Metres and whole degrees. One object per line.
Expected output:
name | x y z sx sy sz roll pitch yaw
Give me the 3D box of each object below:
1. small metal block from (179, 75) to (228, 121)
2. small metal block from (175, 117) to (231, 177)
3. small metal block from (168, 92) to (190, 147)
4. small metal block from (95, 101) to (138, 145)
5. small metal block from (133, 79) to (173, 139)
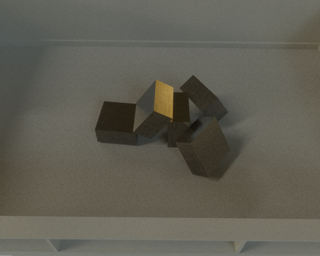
small metal block | 0.059 -0.037 0.415 0.025 0.050 0.050 -44 57 7
small metal block | 0.052 0.021 0.366 0.025 0.050 0.050 2 38 50
small metal block | 0.023 -0.010 0.396 0.025 0.050 0.050 1 50 0
small metal block | -0.053 -0.007 0.407 0.050 0.025 0.050 5 50 4
small metal block | -0.008 -0.022 0.382 0.025 0.050 0.050 22 49 -23
